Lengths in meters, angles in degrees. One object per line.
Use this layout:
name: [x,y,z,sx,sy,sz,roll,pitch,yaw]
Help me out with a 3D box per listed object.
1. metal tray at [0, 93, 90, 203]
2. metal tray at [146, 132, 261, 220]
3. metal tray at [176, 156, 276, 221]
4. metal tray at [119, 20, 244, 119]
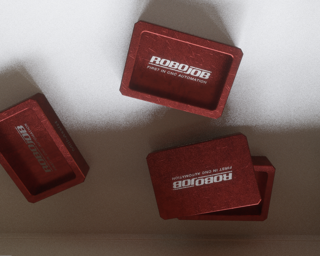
metal tray: [-0.167,0.029,0.417,0.090,0.030,0.130,-24,109,8]
metal tray: [0.056,0.063,0.407,0.130,0.030,0.090,-13,90,11]
metal tray: [0.089,0.086,0.440,0.131,0.030,0.089,1,110,-1]
metal tray: [0.024,-0.071,0.382,0.131,0.030,0.089,14,110,-6]
